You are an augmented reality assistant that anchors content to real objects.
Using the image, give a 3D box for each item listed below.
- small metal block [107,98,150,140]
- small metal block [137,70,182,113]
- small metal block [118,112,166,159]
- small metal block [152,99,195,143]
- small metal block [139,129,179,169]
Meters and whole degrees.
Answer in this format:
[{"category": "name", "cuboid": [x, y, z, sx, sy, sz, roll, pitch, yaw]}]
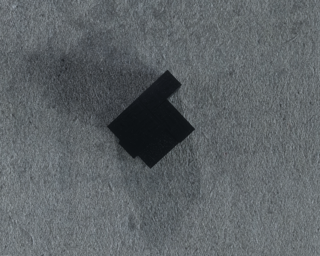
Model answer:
[{"category": "small metal block", "cuboid": [-0.037, -0.010, 0.398, 0.050, 0.050, 0.025, -43, 91, 0]}, {"category": "small metal block", "cuboid": [-0.001, -0.044, 0.398, 0.050, 0.050, 0.025, -43, 91, 0]}, {"category": "small metal block", "cuboid": [-0.020, 0.008, 0.373, 0.050, 0.050, 0.025, -43, 91, 0]}, {"category": "small metal block", "cuboid": [0.016, -0.008, 0.399, 0.025, 0.050, 0.050, -43, 91, 0]}, {"category": "small metal block", "cuboid": [-0.011, 0.018, 0.411, 0.050, 0.025, 0.050, -43, 91, 0]}]
